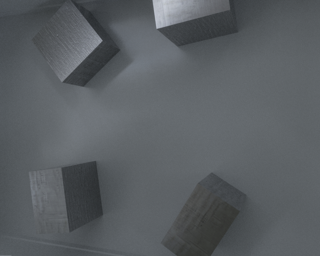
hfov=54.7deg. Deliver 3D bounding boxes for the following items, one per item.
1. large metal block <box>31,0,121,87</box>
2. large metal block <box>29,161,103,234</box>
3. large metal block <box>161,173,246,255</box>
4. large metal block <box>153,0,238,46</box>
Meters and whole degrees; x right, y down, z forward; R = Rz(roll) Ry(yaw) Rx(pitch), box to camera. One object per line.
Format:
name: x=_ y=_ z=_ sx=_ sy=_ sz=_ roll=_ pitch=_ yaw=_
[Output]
large metal block: x=-0.118 y=-0.117 z=0.437 sx=0.080 sy=0.050 sz=0.080 roll=-41 pitch=78 yaw=15
large metal block: x=-0.126 y=0.091 z=0.424 sx=0.050 sy=0.080 sz=0.080 roll=-9 pitch=87 yaw=19
large metal block: x=0.054 y=0.104 z=0.362 sx=0.050 sy=0.080 sz=0.080 roll=33 pitch=100 yaw=17
large metal block: x=0.044 y=-0.139 z=0.365 sx=0.080 sy=0.080 sz=0.050 roll=-9 pitch=87 yaw=19
